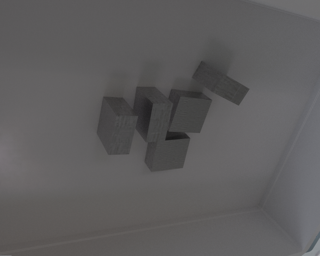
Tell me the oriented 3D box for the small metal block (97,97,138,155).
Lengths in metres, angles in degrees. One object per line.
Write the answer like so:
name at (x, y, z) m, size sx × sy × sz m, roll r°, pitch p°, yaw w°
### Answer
small metal block at (-0.051, -0.003, 0.362) m, size 0.025 × 0.050 × 0.050 m, roll 1°, pitch 118°, yaw -29°

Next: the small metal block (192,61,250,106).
small metal block at (0.078, -0.058, 0.399) m, size 0.050 × 0.050 × 0.025 m, roll 20°, pitch 108°, yaw -36°

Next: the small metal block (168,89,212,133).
small metal block at (0.035, -0.022, 0.414) m, size 0.050 × 0.025 × 0.050 m, roll 3°, pitch 117°, yaw -30°

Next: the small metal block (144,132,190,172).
small metal block at (0.010, 0.031, 0.433) m, size 0.050 × 0.025 × 0.050 m, roll -4°, pitch 120°, yaw -27°

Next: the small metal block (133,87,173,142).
small metal block at (-0.011, -0.017, 0.375) m, size 0.025 × 0.050 × 0.050 m, roll -3°, pitch 120°, yaw -27°
